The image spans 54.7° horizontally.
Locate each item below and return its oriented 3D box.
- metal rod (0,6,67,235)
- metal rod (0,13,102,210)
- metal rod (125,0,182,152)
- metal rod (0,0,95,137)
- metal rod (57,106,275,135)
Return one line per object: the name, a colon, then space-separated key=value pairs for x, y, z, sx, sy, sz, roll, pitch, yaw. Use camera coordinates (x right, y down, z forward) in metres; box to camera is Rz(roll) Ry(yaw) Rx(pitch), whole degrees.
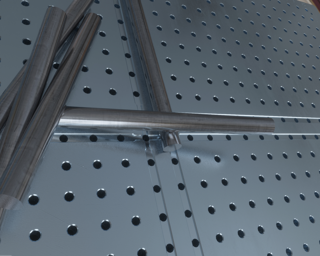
metal rod: x=-0.141 y=-0.006 z=0.314 sx=0.025 sy=0.025 sz=0.299 roll=16 pitch=62 yaw=-20
metal rod: x=-0.110 y=-0.049 z=0.349 sx=0.025 sy=0.025 sz=0.300 roll=22 pitch=44 yaw=-16
metal rod: x=-0.018 y=-0.106 z=0.464 sx=0.025 sy=0.025 sz=0.299 roll=0 pitch=62 yaw=-29
metal rod: x=-0.145 y=-0.085 z=0.382 sx=0.025 sy=0.025 sz=0.300 roll=26 pitch=52 yaw=-13
metal rod: x=0.007 y=-0.008 z=0.387 sx=0.302 sy=0.025 sz=0.025 roll=2 pitch=60 yaw=-17
